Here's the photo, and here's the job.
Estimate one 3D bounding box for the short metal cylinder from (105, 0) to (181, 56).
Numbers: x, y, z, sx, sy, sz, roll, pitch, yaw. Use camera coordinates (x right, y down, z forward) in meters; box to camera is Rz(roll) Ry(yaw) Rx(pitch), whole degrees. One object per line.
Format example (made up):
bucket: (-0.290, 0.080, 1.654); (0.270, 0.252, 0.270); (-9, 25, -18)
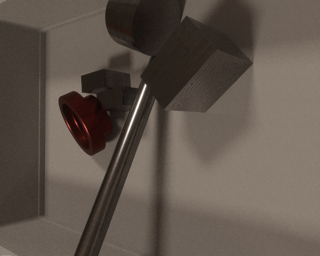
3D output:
short metal cylinder: (-0.020, -0.136, 0.386); (0.050, 0.081, 0.079); (30, 109, 35)

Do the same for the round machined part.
round machined part: (-0.107, -0.011, 0.463); (0.098, 0.042, 0.097); (41, 148, 33)

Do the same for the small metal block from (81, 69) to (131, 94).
small metal block: (-0.079, -0.066, 0.453); (0.050, 0.050, 0.025); (-6, 86, 39)

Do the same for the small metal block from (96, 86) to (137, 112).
small metal block: (-0.052, -0.039, 0.431); (0.050, 0.050, 0.025); (-9, 85, 39)

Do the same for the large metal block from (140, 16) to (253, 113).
large metal block: (0.040, -0.063, 0.336); (0.080, 0.081, 0.050); (-48, 62, 29)

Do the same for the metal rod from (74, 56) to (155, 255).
metal rod: (-0.048, 0.045, 0.367); (0.025, 0.025, 0.299); (6, 69, 39)
